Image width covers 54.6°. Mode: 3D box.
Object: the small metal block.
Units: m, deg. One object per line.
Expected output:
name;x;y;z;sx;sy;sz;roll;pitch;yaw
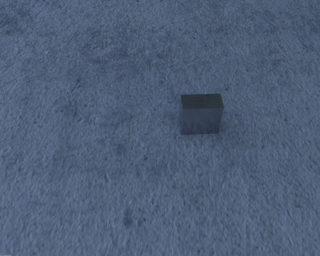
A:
small metal block;0.052;-0.017;0.402;0.050;0.050;0.025;-2;50;-2
